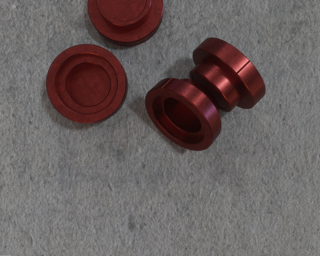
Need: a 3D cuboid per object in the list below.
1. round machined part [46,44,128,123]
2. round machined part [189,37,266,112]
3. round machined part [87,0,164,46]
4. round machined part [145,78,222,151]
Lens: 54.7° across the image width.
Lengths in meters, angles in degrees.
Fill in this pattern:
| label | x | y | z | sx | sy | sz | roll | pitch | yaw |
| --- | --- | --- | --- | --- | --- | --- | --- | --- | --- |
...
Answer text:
| label | x | y | z | sx | sy | sz | roll | pitch | yaw |
| --- | --- | --- | --- | --- | --- | --- | --- | --- | --- |
| round machined part | -0.091 | -0.055 | 0.400 | 0.099 | 0.042 | 0.097 | 0 | 90 | -1 |
| round machined part | 0.074 | -0.057 | 0.373 | 0.042 | 0.098 | 0.098 | -45 | 91 | -5 |
| round machined part | -0.045 | -0.159 | 0.401 | 0.099 | 0.042 | 0.097 | 0 | 90 | -1 |
| round machined part | 0.033 | -0.022 | 0.380 | 0.098 | 0.098 | 0.042 | 43 | 62 | -1 |
